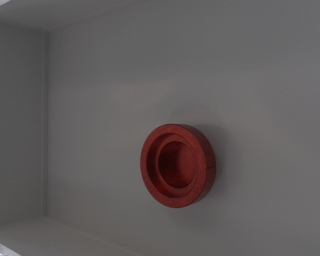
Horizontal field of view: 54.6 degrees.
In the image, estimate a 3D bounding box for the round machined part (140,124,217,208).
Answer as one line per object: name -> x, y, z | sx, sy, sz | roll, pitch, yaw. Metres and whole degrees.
round machined part -> 0.026, 0.044, 0.375 | 0.098, 0.042, 0.097 | 0, 90, 40
